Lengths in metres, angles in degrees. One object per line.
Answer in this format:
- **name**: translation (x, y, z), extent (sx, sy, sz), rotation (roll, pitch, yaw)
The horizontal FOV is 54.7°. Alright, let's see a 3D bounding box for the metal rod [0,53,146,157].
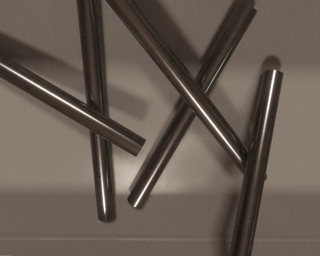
- **metal rod**: translation (-0.152, -0.052, 0.372), extent (0.301, 0.025, 0.025), rotation (31, 107, -4)

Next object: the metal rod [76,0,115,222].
- **metal rod**: translation (-0.081, -0.009, 0.406), extent (0.025, 0.025, 0.298), rotation (-1, 110, 0)

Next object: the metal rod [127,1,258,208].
- **metal rod**: translation (0.033, -0.017, 0.405), extent (0.025, 0.025, 0.298), rotation (26, 108, -10)

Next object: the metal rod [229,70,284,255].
- **metal rod**: translation (0.112, 0.076, 0.377), extent (0.025, 0.025, 0.298), rotation (12, 85, -5)

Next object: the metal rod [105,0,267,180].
- **metal rod**: translation (0.040, -0.040, 0.369), extent (0.025, 0.025, 0.300), rotation (-37, 109, 12)
